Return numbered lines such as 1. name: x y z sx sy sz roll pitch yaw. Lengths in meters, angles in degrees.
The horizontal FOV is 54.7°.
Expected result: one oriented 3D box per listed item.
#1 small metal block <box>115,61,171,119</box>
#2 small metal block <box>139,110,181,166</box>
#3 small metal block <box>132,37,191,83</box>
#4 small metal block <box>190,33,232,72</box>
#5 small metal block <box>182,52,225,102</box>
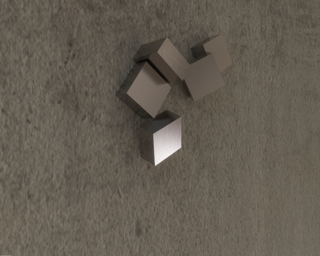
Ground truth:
1. small metal block: -0.020 -0.046 0.390 0.050 0.025 0.050 42 64 -32
2. small metal block: 0.001 0.012 0.396 0.050 0.025 0.050 -32 134 -36
3. small metal block: 0.002 -0.083 0.392 0.050 0.050 0.025 43 64 -32
4. small metal block: 0.080 -0.110 0.474 0.050 0.025 0.050 -37 113 -34
5. small metal block: 0.057 -0.073 0.440 0.050 0.025 0.050 -29 112 -3
